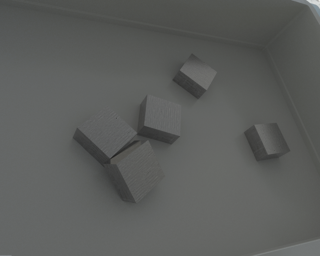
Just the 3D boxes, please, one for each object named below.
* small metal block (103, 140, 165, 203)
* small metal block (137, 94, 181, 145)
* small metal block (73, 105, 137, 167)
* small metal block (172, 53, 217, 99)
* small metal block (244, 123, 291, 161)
[{"bbox_3d":[-0.028,0.048,0.348,0.050,0.025,0.050,-37,111,-38],"label":"small metal block"},{"bbox_3d":[0.000,-0.011,0.412,0.050,0.025,0.050,17,55,-19],"label":"small metal block"},{"bbox_3d":[-0.064,0.009,0.366,0.050,0.025,0.050,43,51,2],"label":"small metal block"},{"bbox_3d":[0.055,-0.081,0.484,0.050,0.025,0.050,36,51,-4],"label":"small metal block"},{"bbox_3d":[0.166,0.021,0.482,0.050,0.025,0.050,-4,64,-30],"label":"small metal block"}]
